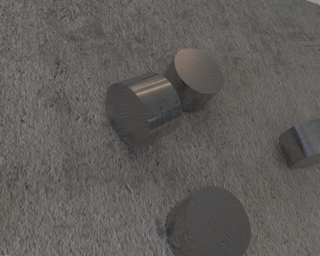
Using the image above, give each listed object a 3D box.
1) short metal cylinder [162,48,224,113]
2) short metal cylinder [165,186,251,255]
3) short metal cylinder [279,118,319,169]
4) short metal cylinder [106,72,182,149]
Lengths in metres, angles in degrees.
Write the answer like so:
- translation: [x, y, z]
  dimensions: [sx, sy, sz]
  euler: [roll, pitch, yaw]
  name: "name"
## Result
- translation: [0.046, -0.069, 0.454]
  dimensions: [0.081, 0.050, 0.080]
  euler: [14, 56, -21]
  name: "short metal cylinder"
- translation: [0.053, 0.112, 0.348]
  dimensions: [0.081, 0.050, 0.080]
  euler: [14, 56, -21]
  name: "short metal cylinder"
- translation: [0.233, 0.025, 0.478]
  dimensions: [0.081, 0.080, 0.050]
  euler: [-1, 62, -29]
  name: "short metal cylinder"
- translation: [-0.021, -0.021, 0.370]
  dimensions: [0.050, 0.080, 0.080]
  euler: [-26, 76, -37]
  name: "short metal cylinder"
